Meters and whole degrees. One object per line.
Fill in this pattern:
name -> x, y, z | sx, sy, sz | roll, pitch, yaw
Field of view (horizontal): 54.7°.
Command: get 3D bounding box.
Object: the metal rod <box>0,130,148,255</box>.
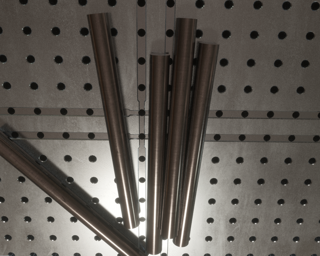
metal rod -> -0.125, 0.113, 0.453 | 0.025, 0.025, 0.300 | -41, 106, 13

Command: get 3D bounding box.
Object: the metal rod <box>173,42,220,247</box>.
metal rod -> 0.046, 0.036, 0.427 | 0.025, 0.025, 0.298 | 5, 110, -2

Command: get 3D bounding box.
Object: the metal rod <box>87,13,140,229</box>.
metal rod -> -0.058, 0.005, 0.414 | 0.025, 0.025, 0.298 | -6, 110, 2

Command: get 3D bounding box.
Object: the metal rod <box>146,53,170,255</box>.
metal rod -> -0.005, 0.049, 0.431 | 0.025, 0.025, 0.298 | 1, 110, -1

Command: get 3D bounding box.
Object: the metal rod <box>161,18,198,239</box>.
metal rod -> 0.023, 0.013, 0.410 | 0.025, 0.025, 0.298 | 3, 107, -2
